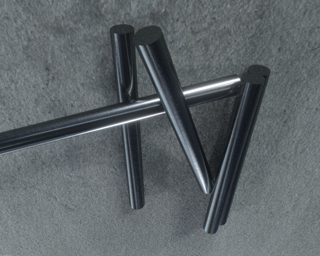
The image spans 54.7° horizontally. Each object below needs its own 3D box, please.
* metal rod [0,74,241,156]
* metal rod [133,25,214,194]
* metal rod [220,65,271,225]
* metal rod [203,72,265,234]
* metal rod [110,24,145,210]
[{"bbox_3d":[-0.054,-0.014,0.355,0.302,0.025,0.025,-14,130,-4],"label":"metal rod"},{"bbox_3d":[0.032,0.008,0.372,0.025,0.025,0.299,-14,142,11],"label":"metal rod"},{"bbox_3d":[0.109,0.047,0.449,0.025,0.025,0.298,1,130,-1],"label":"metal rod"},{"bbox_3d":[0.093,0.058,0.430,0.025,0.025,0.298,2,131,-2],"label":"metal rod"},{"bbox_3d":[-0.038,0.011,0.416,0.025,0.025,0.298,-1,130,0],"label":"metal rod"}]
